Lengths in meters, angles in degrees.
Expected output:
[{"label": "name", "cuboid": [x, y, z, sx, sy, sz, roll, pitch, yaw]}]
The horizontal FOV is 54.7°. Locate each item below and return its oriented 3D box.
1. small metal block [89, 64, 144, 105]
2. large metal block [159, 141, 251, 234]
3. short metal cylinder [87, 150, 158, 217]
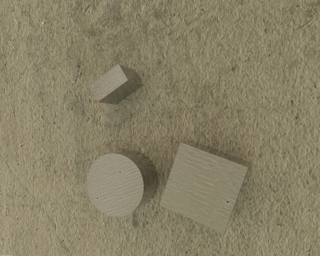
[{"label": "small metal block", "cuboid": [-0.057, -0.057, 0.416, 0.050, 0.050, 0.025, -33, 79, 17]}, {"label": "large metal block", "cuboid": [0.056, 0.067, 0.376, 0.080, 0.050, 0.080, 20, 97, 18]}, {"label": "short metal cylinder", "cuboid": [-0.049, 0.072, 0.413, 0.080, 0.050, 0.079, 0, 90, 20]}]
